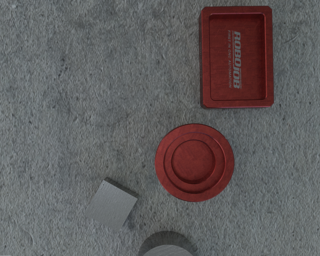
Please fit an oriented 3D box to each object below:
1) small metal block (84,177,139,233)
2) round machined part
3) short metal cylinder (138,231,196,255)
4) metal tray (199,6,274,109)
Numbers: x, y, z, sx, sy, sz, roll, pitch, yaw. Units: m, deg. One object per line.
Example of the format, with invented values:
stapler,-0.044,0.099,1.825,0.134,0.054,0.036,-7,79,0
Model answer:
small metal block,-0.063,0.100,0.409,0.050,0.025,0.050,29,90,-1
round machined part,0.043,0.043,0.402,0.099,0.042,0.097,0,90,-1
short metal cylinder,0.009,0.180,0.398,0.081,0.050,0.079,0,90,-1
metal tray,0.099,-0.091,0.408,0.091,0.030,0.129,-1,90,-1
